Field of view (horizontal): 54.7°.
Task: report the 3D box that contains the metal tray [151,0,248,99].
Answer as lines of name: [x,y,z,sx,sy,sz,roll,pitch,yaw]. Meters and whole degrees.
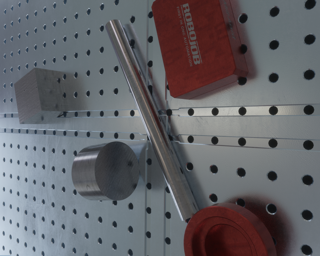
metal tray: [0.043,-0.109,0.370,0.090,0.030,0.129,-19,78,38]

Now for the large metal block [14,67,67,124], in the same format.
large metal block: [-0.224,-0.057,0.578,0.080,0.050,0.080,-21,77,38]

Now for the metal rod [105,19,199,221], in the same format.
metal rod: [-0.016,-0.023,0.422,0.025,0.025,0.299,-35,69,34]

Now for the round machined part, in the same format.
round machined part: [0.078,0.130,0.334,0.098,0.042,0.097,0,90,40]

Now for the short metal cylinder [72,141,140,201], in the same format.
short metal cylinder: [-0.075,0.061,0.436,0.050,0.081,0.080,-11,83,39]
